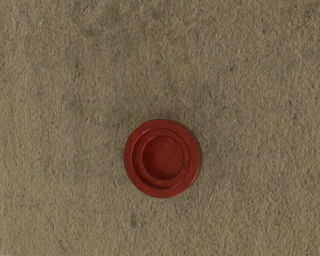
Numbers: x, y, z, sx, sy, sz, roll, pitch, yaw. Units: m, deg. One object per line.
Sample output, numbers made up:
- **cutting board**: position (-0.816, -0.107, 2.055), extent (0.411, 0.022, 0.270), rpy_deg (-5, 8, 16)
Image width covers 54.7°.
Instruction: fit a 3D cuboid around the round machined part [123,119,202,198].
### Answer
- **round machined part**: position (0.006, 0.037, 0.398), extent (0.098, 0.042, 0.097), rpy_deg (0, 90, 19)
